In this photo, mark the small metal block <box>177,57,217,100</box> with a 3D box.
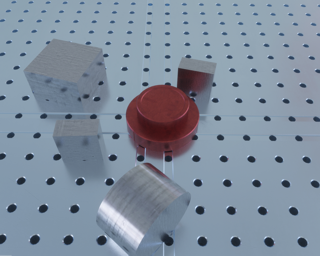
[{"bbox_3d":[0.053,-0.072,0.452,0.050,0.050,0.025,12,51,9],"label":"small metal block"}]

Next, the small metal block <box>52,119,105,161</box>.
[{"bbox_3d":[-0.097,0.015,0.377,0.050,0.050,0.025,-2,50,-2],"label":"small metal block"}]

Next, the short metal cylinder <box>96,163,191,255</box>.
[{"bbox_3d":[-0.015,0.081,0.304,0.050,0.080,0.080,35,58,25],"label":"short metal cylinder"}]

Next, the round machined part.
[{"bbox_3d":[0.004,-0.020,0.414,0.099,0.042,0.098,0,50,0],"label":"round machined part"}]

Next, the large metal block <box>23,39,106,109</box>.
[{"bbox_3d":[-0.136,-0.082,0.459,0.080,0.050,0.080,14,51,11],"label":"large metal block"}]
